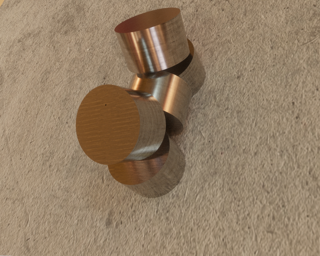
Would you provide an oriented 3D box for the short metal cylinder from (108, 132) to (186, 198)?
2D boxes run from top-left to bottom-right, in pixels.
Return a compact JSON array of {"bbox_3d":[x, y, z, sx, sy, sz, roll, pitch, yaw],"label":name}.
[{"bbox_3d":[-0.015,0.039,0.374,0.080,0.050,0.080,-13,56,21],"label":"short metal cylinder"}]

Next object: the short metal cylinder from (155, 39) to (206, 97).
[{"bbox_3d":[0.018,-0.080,0.430,0.080,0.050,0.080,-13,56,21],"label":"short metal cylinder"}]

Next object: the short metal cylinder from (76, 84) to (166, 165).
[{"bbox_3d":[-0.041,-0.003,0.328,0.080,0.050,0.080,0,89,29],"label":"short metal cylinder"}]

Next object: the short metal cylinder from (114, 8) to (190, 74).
[{"bbox_3d":[-0.009,-0.107,0.376,0.080,0.050,0.080,-13,32,9],"label":"short metal cylinder"}]

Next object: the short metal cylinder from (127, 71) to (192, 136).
[{"bbox_3d":[-0.004,-0.030,0.391,0.080,0.080,0.050,2,63,29],"label":"short metal cylinder"}]
